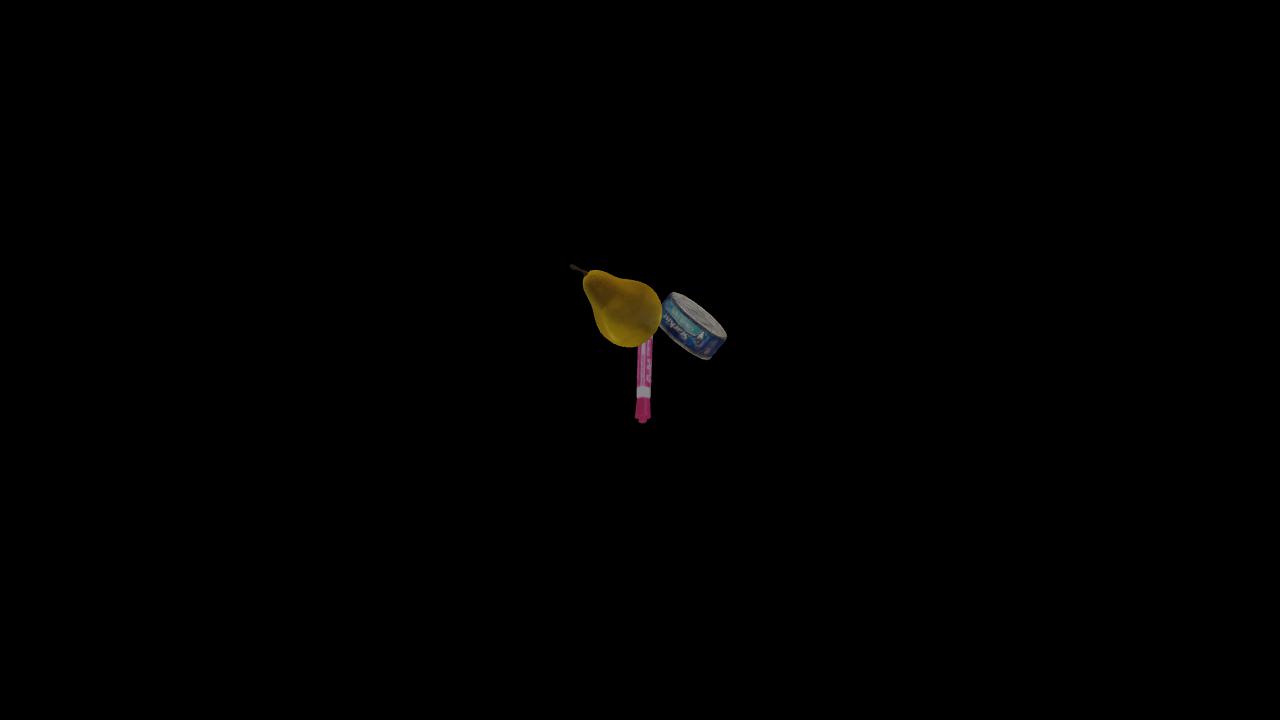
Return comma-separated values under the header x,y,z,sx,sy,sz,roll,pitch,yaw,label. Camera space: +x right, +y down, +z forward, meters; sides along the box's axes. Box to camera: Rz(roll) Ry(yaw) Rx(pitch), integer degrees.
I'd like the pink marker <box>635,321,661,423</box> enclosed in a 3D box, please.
x,y,z,sx,sy,sz,roll,pitch,yaw,label
0.005,0.017,0.740,0.020,0.121,0.020,2,-23,1,pink marker

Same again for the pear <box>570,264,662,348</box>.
x,y,z,sx,sy,sz,roll,pitch,yaw,label
-0.027,-0.068,0.667,0.111,0.080,0.080,48,-26,-26,pear

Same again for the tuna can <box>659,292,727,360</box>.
x,y,z,sx,sy,sz,roll,pitch,yaw,label
0.058,-0.040,0.701,0.084,0.034,0.084,35,19,-14,tuna can
